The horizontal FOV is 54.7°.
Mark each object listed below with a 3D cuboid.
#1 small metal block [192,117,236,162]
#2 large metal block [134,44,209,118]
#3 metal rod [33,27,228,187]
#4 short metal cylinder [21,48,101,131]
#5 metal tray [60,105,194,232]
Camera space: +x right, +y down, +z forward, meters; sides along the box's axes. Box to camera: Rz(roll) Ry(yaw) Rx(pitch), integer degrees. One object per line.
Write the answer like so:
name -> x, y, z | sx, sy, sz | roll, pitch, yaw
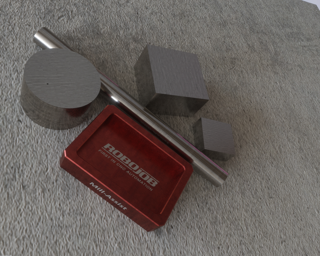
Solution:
small metal block -> 0.076, 0.017, 0.438 | 0.050, 0.025, 0.050 | 12, 57, -22
large metal block -> 0.014, -0.064, 0.437 | 0.081, 0.050, 0.080 | 4, 60, -27
metal rod -> -0.036, -0.025, 0.402 | 0.300, 0.025, 0.025 | 39, 51, -3
short metal cylinder -> -0.114, -0.044, 0.355 | 0.081, 0.050, 0.080 | 14, 56, -21
metal tray -> -0.035, 0.044, 0.358 | 0.130, 0.030, 0.090 | 38, 51, -3
